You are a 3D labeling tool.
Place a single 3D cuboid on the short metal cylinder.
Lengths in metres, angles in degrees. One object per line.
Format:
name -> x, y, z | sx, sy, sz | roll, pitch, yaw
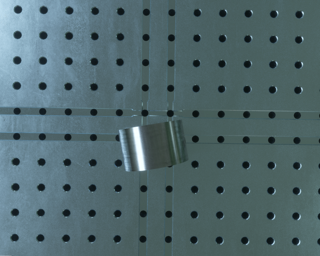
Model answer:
short metal cylinder -> -0.008, 0.021, 0.386 | 0.080, 0.080, 0.050 | -10, 90, 0
